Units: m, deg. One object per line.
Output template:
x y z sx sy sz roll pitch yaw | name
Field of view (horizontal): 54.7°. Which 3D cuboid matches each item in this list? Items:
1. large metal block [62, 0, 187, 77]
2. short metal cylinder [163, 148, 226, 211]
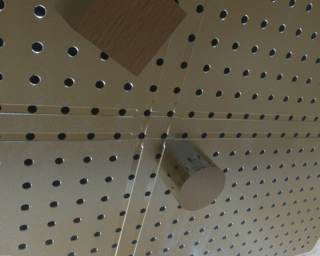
-0.035 -0.111 0.307 0.080 0.050 0.080 34 99 -39 | large metal block
0.052 0.078 0.472 0.081 0.050 0.079 -14 124 -21 | short metal cylinder
